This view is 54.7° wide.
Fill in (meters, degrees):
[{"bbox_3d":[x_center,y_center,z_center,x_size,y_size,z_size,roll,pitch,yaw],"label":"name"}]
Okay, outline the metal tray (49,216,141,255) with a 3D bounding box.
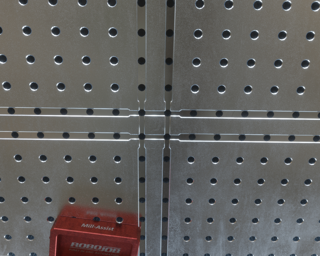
[{"bbox_3d":[-0.101,0.190,0.479,0.131,0.030,0.089,9,110,-4],"label":"metal tray"}]
